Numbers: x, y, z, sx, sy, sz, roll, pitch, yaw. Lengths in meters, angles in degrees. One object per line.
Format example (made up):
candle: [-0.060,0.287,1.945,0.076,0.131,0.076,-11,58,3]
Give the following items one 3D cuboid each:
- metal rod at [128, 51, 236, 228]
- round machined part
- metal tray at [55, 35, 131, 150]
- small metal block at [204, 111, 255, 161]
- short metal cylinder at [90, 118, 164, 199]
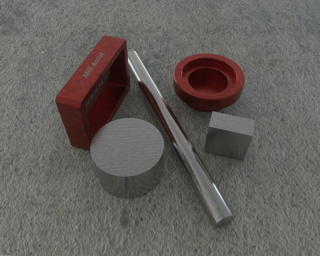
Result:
metal rod: [0.011,-0.008,0.412,0.025,0.025,0.300,-17,52,-14]
round machined part: [0.068,-0.061,0.446,0.099,0.042,0.098,0,50,0]
metal tray: [-0.079,-0.047,0.401,0.030,0.089,0.130,14,51,11]
small metal block: [0.083,0.010,0.377,0.050,0.050,0.025,13,51,10]
short metal cylinder: [-0.036,0.035,0.359,0.081,0.050,0.080,0,50,0]
